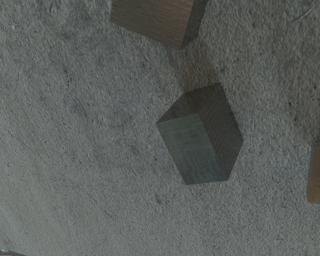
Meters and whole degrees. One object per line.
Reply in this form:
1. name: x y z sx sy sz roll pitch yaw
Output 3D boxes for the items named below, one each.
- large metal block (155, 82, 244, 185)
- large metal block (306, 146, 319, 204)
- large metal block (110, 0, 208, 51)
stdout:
1. large metal block: 0.049 0.006 0.349 0.050 0.080 0.080 -14 111 34
2. large metal block: 0.186 0.048 0.294 0.080 0.080 0.050 7 89 24
3. large metal block: 0.003 -0.135 0.306 0.080 0.050 0.079 26 128 12
